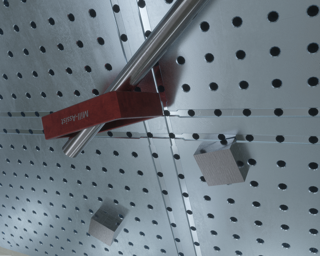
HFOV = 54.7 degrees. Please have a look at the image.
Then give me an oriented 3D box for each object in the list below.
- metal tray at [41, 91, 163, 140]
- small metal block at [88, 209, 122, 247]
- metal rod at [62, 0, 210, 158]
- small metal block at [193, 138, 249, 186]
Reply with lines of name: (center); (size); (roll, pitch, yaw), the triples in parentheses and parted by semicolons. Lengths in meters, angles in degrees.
metal tray: (-0.074, -0.015, 0.396); (0.130, 0.091, 0.030); (-14, 86, 34)
small metal block: (-0.104, 0.188, 0.583); (0.050, 0.025, 0.050); (27, 128, 11)
metal rod: (-0.032, -0.062, 0.357); (0.025, 0.025, 0.299); (44, 119, -2)
small metal block: (0.079, 0.045, 0.397); (0.050, 0.025, 0.050); (-15, 111, 34)
